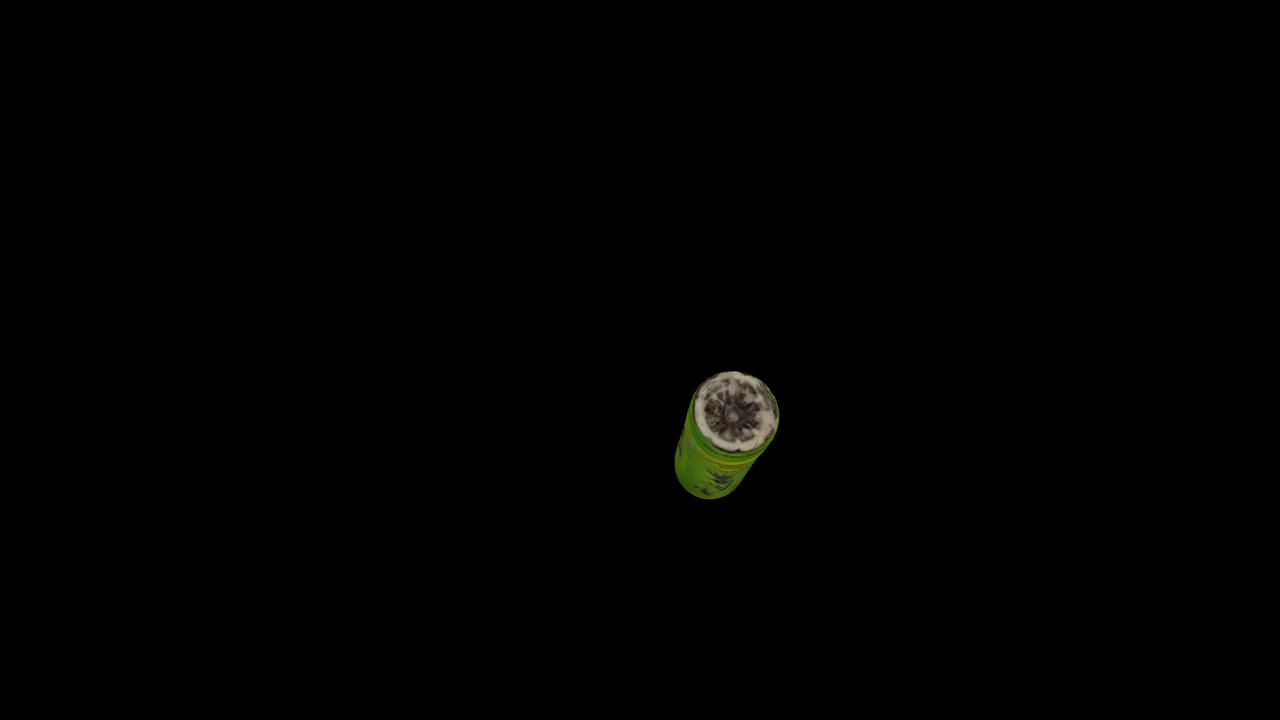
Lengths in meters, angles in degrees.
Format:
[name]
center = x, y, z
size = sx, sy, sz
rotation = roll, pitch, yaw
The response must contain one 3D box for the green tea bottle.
[green tea bottle]
center = 0.069, 0.082, 0.554
size = 0.073, 0.073, 0.212
rotation = 0, -26, 0
